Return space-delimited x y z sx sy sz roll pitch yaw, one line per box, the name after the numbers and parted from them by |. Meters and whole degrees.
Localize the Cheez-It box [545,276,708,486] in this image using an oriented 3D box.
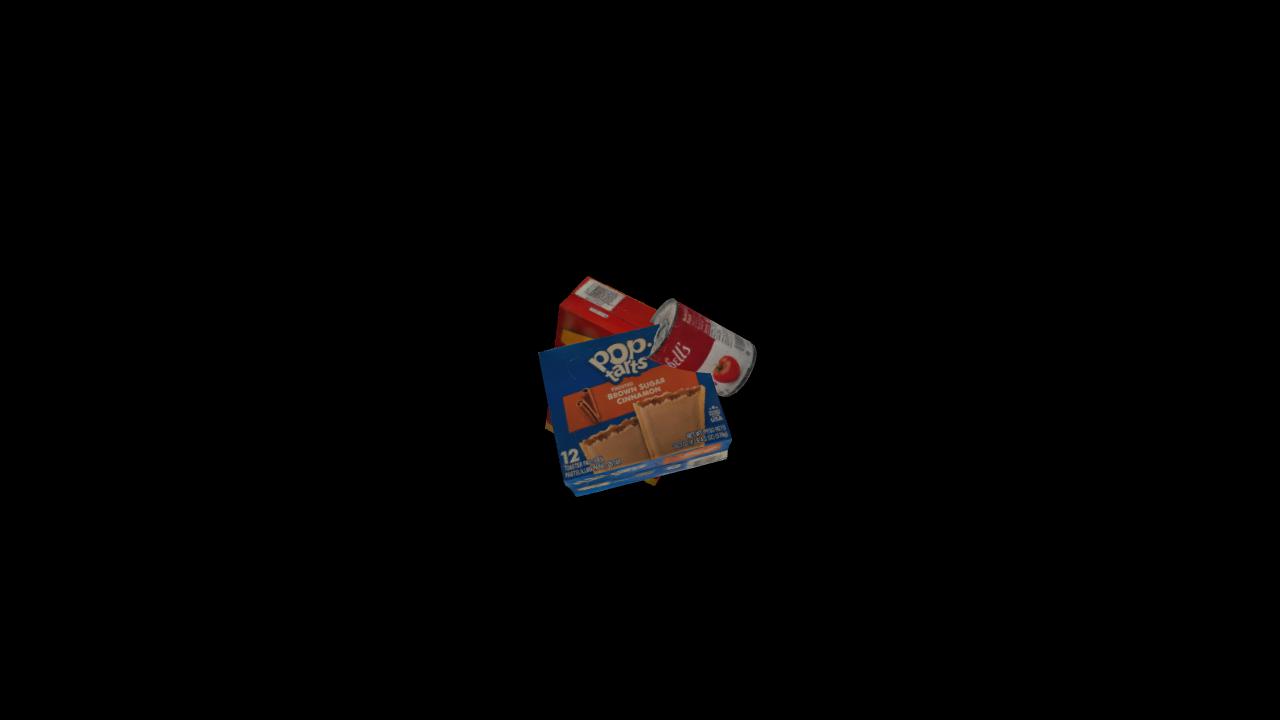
-0.021 0.033 0.726 0.166 0.223 0.071 27 47 12 | Cheez-It box

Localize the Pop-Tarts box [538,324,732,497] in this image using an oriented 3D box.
-0.006 0.048 0.638 0.167 0.141 0.083 -13 -24 -4 | Pop-Tarts box

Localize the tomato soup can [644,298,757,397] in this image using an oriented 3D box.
0.060 -0.011 0.633 0.101 0.068 0.068 27 -9 -19 | tomato soup can
